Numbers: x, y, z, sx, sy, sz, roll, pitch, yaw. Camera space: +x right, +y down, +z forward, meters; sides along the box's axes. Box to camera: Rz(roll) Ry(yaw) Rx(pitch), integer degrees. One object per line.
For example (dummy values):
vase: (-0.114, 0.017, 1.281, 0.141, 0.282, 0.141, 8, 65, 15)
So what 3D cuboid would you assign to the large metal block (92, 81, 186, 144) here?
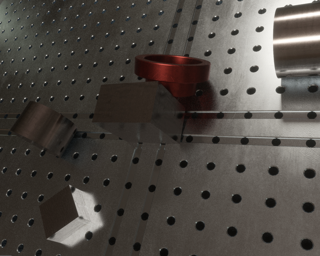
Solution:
large metal block: (-0.024, -0.016, 0.390, 0.080, 0.080, 0.050, 1, 71, 28)

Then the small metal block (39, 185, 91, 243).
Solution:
small metal block: (-0.124, 0.111, 0.403, 0.050, 0.025, 0.050, -36, 51, 4)

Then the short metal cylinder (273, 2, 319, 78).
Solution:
short metal cylinder: (0.160, -0.097, 0.348, 0.050, 0.080, 0.080, 1, 62, 28)

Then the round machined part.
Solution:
round machined part: (0.016, -0.069, 0.408, 0.098, 0.099, 0.042, 19, 115, 35)

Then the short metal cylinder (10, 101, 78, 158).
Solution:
short metal cylinder: (-0.170, 0.003, 0.458, 0.080, 0.080, 0.050, 15, 70, 34)
